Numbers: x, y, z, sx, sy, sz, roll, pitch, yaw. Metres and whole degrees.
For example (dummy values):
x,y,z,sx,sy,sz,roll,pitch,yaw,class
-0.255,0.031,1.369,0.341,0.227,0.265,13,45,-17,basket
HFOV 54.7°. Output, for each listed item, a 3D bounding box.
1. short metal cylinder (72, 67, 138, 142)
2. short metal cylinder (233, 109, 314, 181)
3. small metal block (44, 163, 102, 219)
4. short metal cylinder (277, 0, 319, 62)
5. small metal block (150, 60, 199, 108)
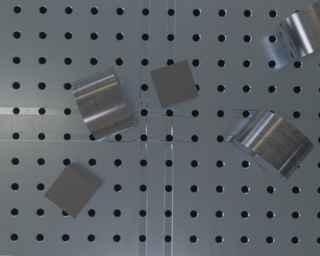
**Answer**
x,y,z,sx,sy,sz,roll,pitch,yaw,class
-0.067,-0.029,0.385,0.050,0.080,0.080,-23,90,0,short metal cylinder
0.139,0.021,0.387,0.080,0.080,0.050,39,90,0,short metal cylinder
-0.115,0.083,0.412,0.050,0.025,0.050,37,90,0,small metal block
0.196,-0.124,0.387,0.080,0.080,0.050,-24,90,0,short metal cylinder
0.019,-0.057,0.413,0.050,0.025,0.050,-18,90,0,small metal block
